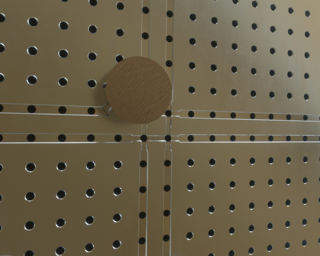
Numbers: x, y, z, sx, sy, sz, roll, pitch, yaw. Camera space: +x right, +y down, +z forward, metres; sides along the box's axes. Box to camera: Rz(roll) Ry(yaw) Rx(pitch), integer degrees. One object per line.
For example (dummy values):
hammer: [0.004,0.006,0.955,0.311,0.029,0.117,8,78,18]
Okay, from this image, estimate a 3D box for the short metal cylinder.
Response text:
short metal cylinder: [-0.032,-0.045,0.387,0.081,0.050,0.079,0,90,-20]
